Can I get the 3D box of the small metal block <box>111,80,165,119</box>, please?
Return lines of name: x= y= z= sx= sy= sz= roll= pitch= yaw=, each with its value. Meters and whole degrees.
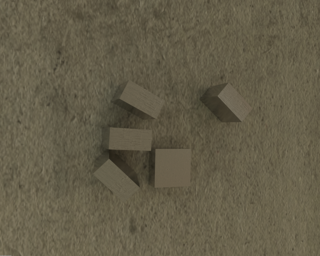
small metal block: x=-0.029 y=-0.033 z=0.386 sx=0.050 sy=0.050 sz=0.025 roll=29 pitch=81 yaw=-18

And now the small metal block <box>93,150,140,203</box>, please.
small metal block: x=-0.053 y=0.055 z=0.374 sx=0.025 sy=0.050 sz=0.050 roll=-43 pitch=105 yaw=1

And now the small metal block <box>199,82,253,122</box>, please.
small metal block: x=0.091 y=-0.034 z=0.431 sx=0.050 sy=0.050 sz=0.025 roll=44 pitch=76 yaw=-15

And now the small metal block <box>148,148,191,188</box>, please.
small metal block: x=0.013 y=0.052 z=0.415 sx=0.050 sy=0.025 sz=0.050 roll=1 pitch=90 yaw=-21

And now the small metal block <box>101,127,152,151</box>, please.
small metal block: x=-0.042 y=0.013 z=0.381 sx=0.050 sy=0.050 sz=0.025 roll=4 pitch=89 yaw=-21
